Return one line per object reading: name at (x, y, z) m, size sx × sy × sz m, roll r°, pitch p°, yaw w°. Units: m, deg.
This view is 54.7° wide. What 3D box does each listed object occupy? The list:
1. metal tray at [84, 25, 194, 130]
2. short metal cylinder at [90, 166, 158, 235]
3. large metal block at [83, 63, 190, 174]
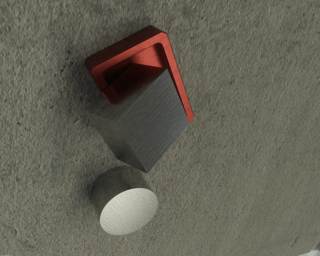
metal tray at (-0.019, -0.042, 0.368) m, size 0.090 × 0.030 × 0.129 m, roll -30°, pitch 129°, yaw -9°
short metal cylinder at (-0.050, 0.099, 0.426) m, size 0.081 × 0.050 × 0.079 m, roll -14°, pitch 125°, yaw -21°
large metal block at (-0.021, -0.012, 0.337) m, size 0.080 × 0.050 × 0.080 m, roll -49°, pitch 135°, yaw -25°
